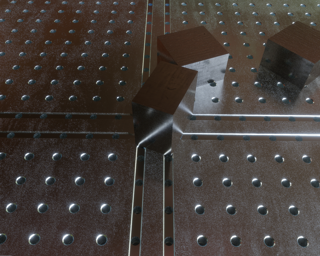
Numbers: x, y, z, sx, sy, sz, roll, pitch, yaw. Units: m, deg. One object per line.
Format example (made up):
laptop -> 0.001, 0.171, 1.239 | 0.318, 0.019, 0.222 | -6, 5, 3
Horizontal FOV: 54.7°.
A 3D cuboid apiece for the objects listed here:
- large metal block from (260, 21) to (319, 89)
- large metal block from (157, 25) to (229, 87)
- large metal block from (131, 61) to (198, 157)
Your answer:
large metal block -> 0.223, -0.118, 0.494 | 0.080, 0.050, 0.080 | -33, 58, -25
large metal block -> 0.048, -0.109, 0.484 | 0.081, 0.050, 0.080 | -18, 53, -15
large metal block -> 0.007, -0.024, 0.392 | 0.050, 0.080, 0.080 | 19, 53, 15
